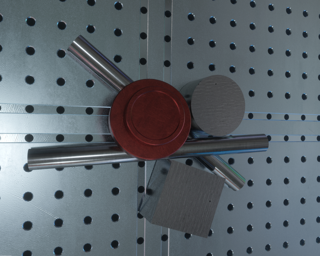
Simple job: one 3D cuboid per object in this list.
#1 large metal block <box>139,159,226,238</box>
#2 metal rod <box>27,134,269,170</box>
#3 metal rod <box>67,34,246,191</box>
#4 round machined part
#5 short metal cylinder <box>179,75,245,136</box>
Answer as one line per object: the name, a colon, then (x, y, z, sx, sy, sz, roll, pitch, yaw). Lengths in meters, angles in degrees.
large metal block: (0.029, 0.089, 0.409, 0.080, 0.050, 0.080, 21, 83, -19)
metal rod: (-0.004, 0.028, 0.392, 0.302, 0.025, 0.025, -3, 91, -13)
metal rod: (0.006, -0.011, 0.416, 0.300, 0.025, 0.025, 40, 77, -16)
round machined part: (-0.009, -0.011, 0.365, 0.099, 0.042, 0.097, 2, 81, -14)
short metal cylinder: (0.068, -0.029, 0.425, 0.081, 0.050, 0.079, 0, 90, -21)
